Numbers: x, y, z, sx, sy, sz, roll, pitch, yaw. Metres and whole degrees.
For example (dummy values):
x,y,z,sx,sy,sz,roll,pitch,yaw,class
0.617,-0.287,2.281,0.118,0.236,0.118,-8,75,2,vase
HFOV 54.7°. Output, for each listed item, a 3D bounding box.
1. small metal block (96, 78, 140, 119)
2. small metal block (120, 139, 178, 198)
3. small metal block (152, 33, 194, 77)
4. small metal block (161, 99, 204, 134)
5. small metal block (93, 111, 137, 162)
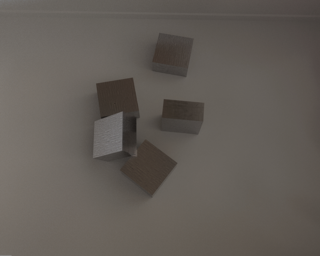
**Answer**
x,y,z,sx,sy,sz,roll,pitch,yaw,class
-0.057,-0.037,0.423,0.050,0.025,0.050,-10,70,-4,small metal block
-0.014,0.051,0.390,0.050,0.025,0.050,36,74,11,small metal block
0.019,-0.106,0.449,0.050,0.025,0.050,11,70,3,small metal block
0.028,-0.013,0.402,0.050,0.050,0.025,5,70,1,small metal block
-0.057,0.012,0.391,0.050,0.025,0.050,-16,65,34,small metal block
